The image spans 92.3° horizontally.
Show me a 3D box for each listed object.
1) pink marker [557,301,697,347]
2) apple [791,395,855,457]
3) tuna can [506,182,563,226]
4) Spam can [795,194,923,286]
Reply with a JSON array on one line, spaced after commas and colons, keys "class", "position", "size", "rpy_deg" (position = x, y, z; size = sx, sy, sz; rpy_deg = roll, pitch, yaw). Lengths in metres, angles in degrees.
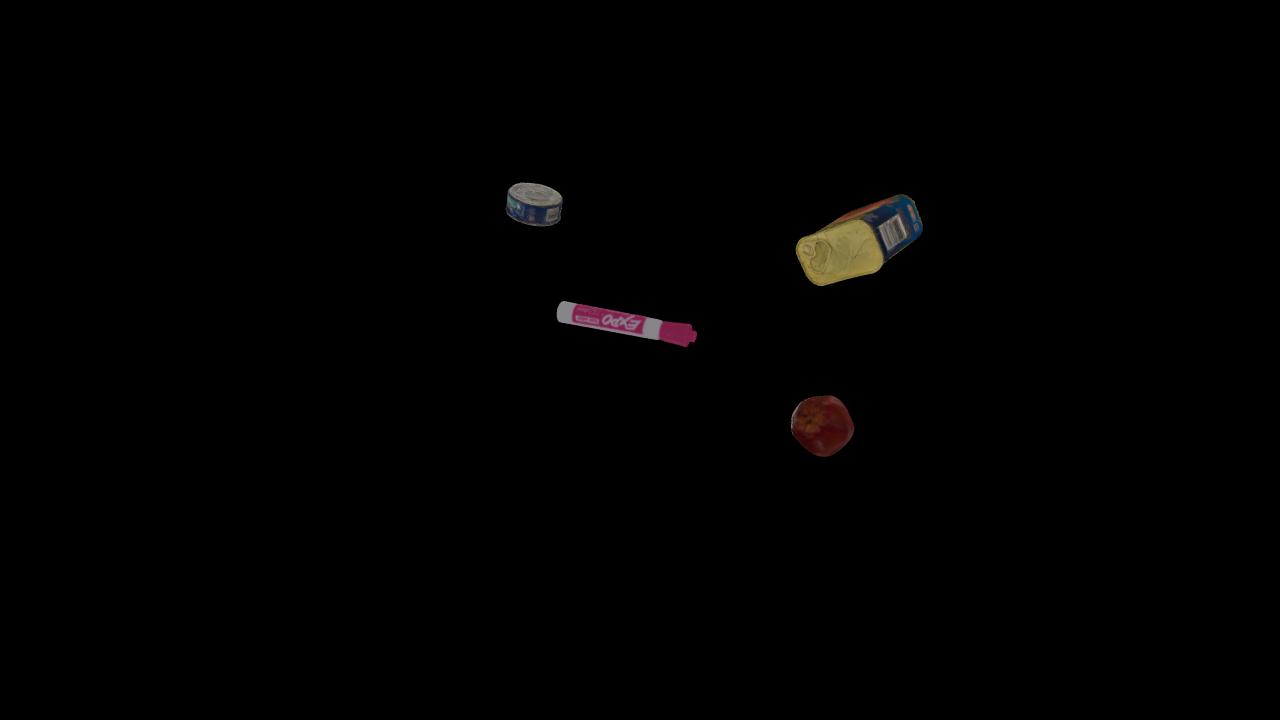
[{"class": "pink marker", "position": [-0.012, -0.030, 0.507], "size": [0.121, 0.020, 0.020], "rpy_deg": [12, 4, 19]}, {"class": "apple", "position": [0.231, 0.084, 0.785], "size": [0.079, 0.079, 0.093], "rpy_deg": [0, -11, 30]}, {"class": "tuna can", "position": [-0.160, -0.237, 0.934], "size": [0.084, 0.034, 0.084], "rpy_deg": [10, 37, -7]}, {"class": "Spam can", "position": [0.233, -0.127, 0.654], "size": [0.085, 0.058, 0.101], "rpy_deg": [-32, 12, -29]}]
